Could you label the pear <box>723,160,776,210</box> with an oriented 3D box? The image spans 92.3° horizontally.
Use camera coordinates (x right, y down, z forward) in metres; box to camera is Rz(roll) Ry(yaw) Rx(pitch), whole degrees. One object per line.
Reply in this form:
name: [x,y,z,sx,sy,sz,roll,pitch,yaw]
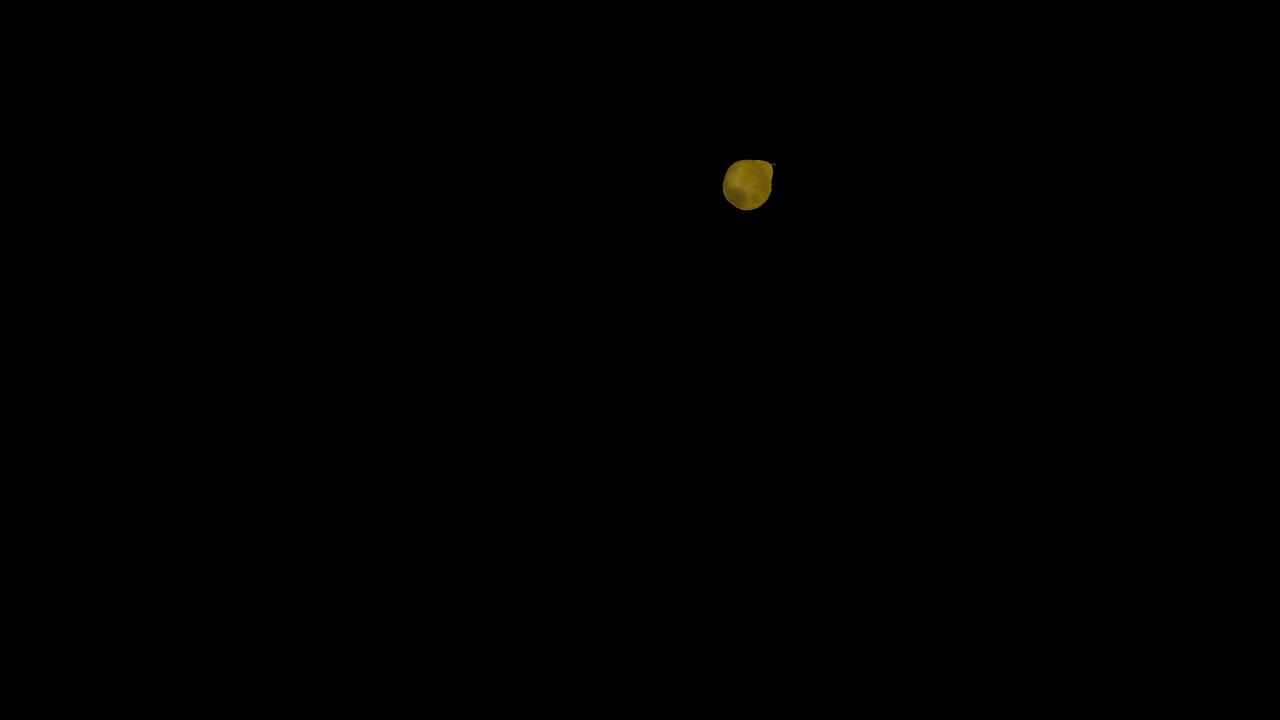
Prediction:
pear: [0.184,-0.299,0.997,0.080,0.111,0.080,28,-25,14]
